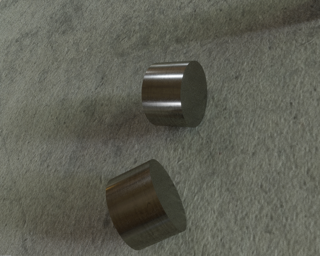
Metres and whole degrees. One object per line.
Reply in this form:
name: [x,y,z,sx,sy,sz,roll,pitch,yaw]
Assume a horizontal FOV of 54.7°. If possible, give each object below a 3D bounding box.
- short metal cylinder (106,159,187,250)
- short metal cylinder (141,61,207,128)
short metal cylinder: [-0.013,0.079,0.326,0.050,0.080,0.080,-27,53,11]
short metal cylinder: [0.020,-0.041,0.382,0.050,0.080,0.080,3,63,29]
